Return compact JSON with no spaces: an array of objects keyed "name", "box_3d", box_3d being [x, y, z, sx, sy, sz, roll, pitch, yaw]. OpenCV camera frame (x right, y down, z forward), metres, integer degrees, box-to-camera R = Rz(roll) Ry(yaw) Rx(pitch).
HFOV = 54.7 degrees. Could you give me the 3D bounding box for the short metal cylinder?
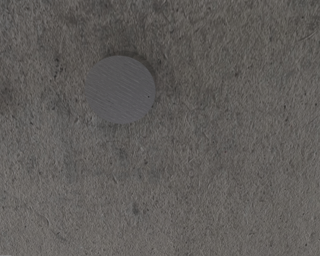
[{"name":"short metal cylinder","box_3d":[-0.045,-0.051,0.377,0.081,0.050,0.079,0,110,0]}]
